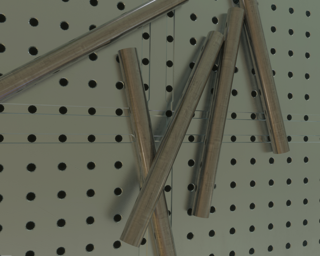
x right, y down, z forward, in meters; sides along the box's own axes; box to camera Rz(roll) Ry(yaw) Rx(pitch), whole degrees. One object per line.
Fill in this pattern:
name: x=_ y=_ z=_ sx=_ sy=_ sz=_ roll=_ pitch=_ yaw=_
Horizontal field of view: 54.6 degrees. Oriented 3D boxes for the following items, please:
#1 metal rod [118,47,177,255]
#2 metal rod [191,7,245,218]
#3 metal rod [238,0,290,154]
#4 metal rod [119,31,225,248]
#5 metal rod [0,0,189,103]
metal rod: x=-0.014 y=0.046 z=0.407 sx=0.025 sy=0.025 sz=0.298 roll=-12 pitch=94 yaw=-20
metal rod: x=0.084 y=-0.024 z=0.442 sx=0.025 sy=0.025 sz=0.299 roll=12 pitch=86 yaw=-20
metal rod: x=0.151 y=-0.107 z=0.467 sx=0.025 sy=0.025 sz=0.299 roll=-17 pitch=96 yaw=-19
metal rod: x=0.022 y=0.001 z=0.400 sx=0.025 sy=0.025 sz=0.300 roll=29 pitch=73 yaw=-18
metal rod: x=-0.088 y=-0.103 z=0.379 sx=0.301 sy=0.025 sz=0.025 roll=-34 pitch=101 yaw=-17
